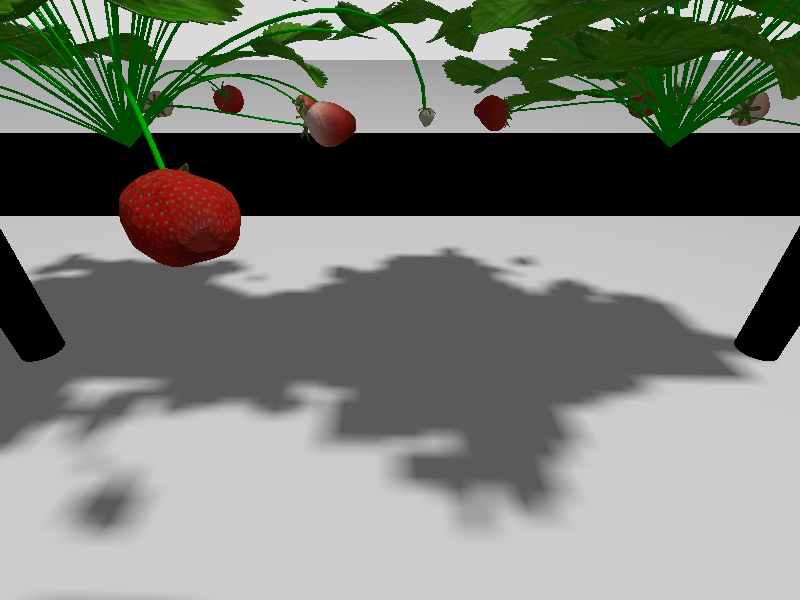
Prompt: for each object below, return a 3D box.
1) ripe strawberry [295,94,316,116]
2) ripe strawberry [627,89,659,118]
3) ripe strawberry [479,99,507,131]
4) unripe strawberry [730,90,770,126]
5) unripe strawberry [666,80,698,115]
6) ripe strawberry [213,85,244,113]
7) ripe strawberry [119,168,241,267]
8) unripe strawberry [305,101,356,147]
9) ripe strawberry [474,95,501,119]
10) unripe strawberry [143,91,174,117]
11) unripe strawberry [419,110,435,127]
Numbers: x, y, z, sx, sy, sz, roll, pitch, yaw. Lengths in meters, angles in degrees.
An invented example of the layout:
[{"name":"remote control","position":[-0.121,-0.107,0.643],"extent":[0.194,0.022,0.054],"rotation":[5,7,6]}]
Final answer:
[{"name":"ripe strawberry","position":[-0.106,-0.225,0.464],"extent":[0.027,0.024,0.024],"rotation":[21,31,30]},{"name":"ripe strawberry","position":[0.279,-0.227,0.459],"extent":[0.035,0.032,0.032],"rotation":[10,33,16]},{"name":"ripe strawberry","position":[0.091,-0.180,0.388],"extent":[0.027,0.028,0.025],"rotation":[16,36,24]},{"name":"unripe strawberry","position":[0.360,-0.196,0.410],"extent":[0.032,0.033,0.029],"rotation":[-21,38,-31]},{"name":"unripe strawberry","position":[0.338,-0.244,0.482],"extent":[0.033,0.037,0.036],"rotation":[18,36,26]},{"name":"ripe strawberry","position":[-0.206,-0.243,0.487],"extent":[0.034,0.030,0.034],"rotation":[3,4,5]},{"name":"ripe strawberry","position":[-0.076,-0.028,0.143],"extent":[0.039,0.033,0.039],"rotation":[-20,43,-29]},{"name":"unripe strawberry","position":[-0.055,-0.141,0.320],"extent":[0.039,0.033,0.039],"rotation":[1,32,1]},{"name":"ripe strawberry","position":[0.092,-0.197,0.417],"extent":[0.028,0.028,0.031],"rotation":[23,39,32]},{"name":"unripe strawberry","position":[-0.278,-0.225,0.459],"extent":[0.032,0.027,0.032],"rotation":[-10,33,-15]},{"name":"unripe strawberry","position":[0.019,-0.129,0.284],"extent":[0.011,0.011,0.010],"rotation":[5,33,8]}]
